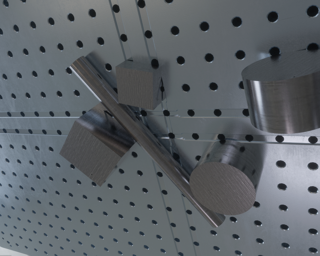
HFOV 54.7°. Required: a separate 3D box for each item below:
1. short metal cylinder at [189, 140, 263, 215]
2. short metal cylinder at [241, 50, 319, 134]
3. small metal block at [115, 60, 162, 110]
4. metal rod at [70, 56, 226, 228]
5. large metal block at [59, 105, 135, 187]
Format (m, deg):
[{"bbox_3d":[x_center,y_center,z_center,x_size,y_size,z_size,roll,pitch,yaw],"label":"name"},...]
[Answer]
[{"bbox_3d":[0.084,0.062,0.389,0.080,0.050,0.079,13,124,21],"label":"short metal cylinder"},{"bbox_3d":[0.122,-0.036,0.290,0.080,0.080,0.050,-4,116,30],"label":"short metal cylinder"},{"bbox_3d":[-0.026,-0.054,0.391,0.050,0.025,0.050,13,124,21],"label":"small metal block"},{"bbox_3d":[-0.013,0.023,0.432,0.300,0.025,0.025,49,129,-7],"label":"metal rod"},{"bbox_3d":[-0.091,0.027,0.460,0.080,0.050,0.080,39,129,2],"label":"large metal block"}]
